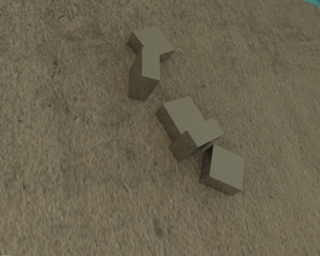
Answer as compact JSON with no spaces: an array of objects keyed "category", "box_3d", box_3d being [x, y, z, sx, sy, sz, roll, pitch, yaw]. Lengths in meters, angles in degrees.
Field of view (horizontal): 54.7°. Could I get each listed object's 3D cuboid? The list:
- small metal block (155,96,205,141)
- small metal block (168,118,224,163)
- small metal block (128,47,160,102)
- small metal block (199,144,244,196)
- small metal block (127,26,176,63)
[{"category":"small metal block","box_3d":[0.030,-0.012,0.429,0.050,0.025,0.050,-19,72,-36]},{"category":"small metal block","box_3d":[0.047,0.016,0.405,0.050,0.050,0.025,-23,75,-36]},{"category":"small metal block","box_3d":[-0.022,-0.072,0.421,0.025,0.050,0.050,13,57,-22]},{"category":"small metal block","box_3d":[0.084,0.057,0.416,0.050,0.025,0.050,25,53,-13]},{"category":"small metal block","box_3d":[-0.013,-0.125,0.475,0.050,0.025,0.050,-29,78,-38]}]
